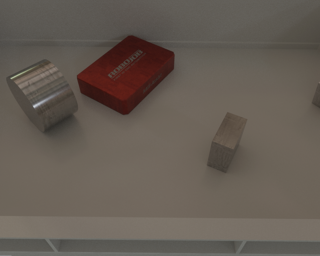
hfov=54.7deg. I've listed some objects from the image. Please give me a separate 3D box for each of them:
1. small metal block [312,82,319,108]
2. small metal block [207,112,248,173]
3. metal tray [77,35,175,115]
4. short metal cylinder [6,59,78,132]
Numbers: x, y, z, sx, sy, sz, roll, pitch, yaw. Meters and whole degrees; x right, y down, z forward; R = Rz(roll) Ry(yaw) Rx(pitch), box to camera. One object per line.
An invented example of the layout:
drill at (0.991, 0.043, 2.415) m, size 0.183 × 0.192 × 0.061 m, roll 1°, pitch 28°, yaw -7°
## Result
small metal block at (0.244, -0.057, 0.432) m, size 0.050 × 0.050 × 0.025 m, roll -40°, pitch 59°, yaw -9°
small metal block at (0.081, 0.018, 0.375) m, size 0.025 × 0.050 × 0.050 m, roll 22°, pitch 53°, yaw 17°
metal tray at (-0.049, -0.086, 0.473) m, size 0.090 × 0.030 × 0.131 m, roll 27°, pitch 55°, yaw 21°
short metal cylinder at (-0.152, -0.042, 0.403) m, size 0.050 × 0.080 × 0.080 m, roll -37°, pitch 59°, yaw -27°
